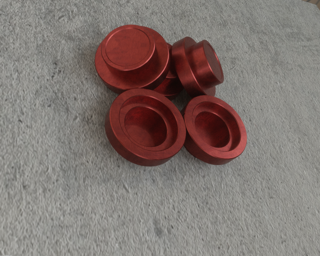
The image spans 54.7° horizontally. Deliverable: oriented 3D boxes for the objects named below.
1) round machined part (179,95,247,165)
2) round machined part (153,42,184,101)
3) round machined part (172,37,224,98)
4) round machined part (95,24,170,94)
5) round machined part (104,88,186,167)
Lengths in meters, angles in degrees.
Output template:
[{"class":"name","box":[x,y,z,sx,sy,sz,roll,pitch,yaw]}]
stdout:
[{"class":"round machined part","box":[0.067,0.006,0.428,0.099,0.042,0.098,14,56,-21]},{"class":"round machined part","box":[-0.003,-0.088,0.447,0.099,0.042,0.098,14,56,-21]},{"class":"round machined part","box":[0.061,-0.090,0.456,0.098,0.042,0.098,41,38,-42]},{"class":"round machined part","box":[-0.037,-0.094,0.402,0.099,0.042,0.098,-2,69,6]},{"class":"round machined part","box":[-0.021,0.003,0.383,0.099,0.042,0.098,14,56,-21]}]
